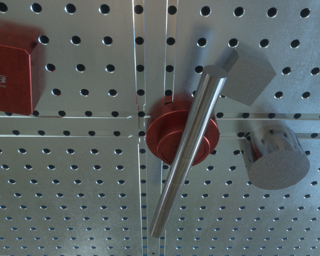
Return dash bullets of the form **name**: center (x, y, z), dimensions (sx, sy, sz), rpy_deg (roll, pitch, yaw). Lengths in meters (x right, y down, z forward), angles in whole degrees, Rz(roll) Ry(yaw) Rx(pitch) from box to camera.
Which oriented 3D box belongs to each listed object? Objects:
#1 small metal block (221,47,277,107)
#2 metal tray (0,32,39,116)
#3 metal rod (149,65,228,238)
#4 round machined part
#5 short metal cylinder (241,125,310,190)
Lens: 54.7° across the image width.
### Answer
- **small metal block**: center (0.097, -0.059, 0.363), dimensions (0.050, 0.025, 0.050), rpy_deg (19, 127, -16)
- **metal tray**: center (-0.208, -0.067, 0.348), dimensions (0.131, 0.030, 0.089), rpy_deg (10, 130, -9)
- **metal rod**: center (0.025, 0.055, 0.403), dimensions (0.025, 0.025, 0.298), rpy_deg (9, 130, -8)
- **round machined part**: center (0.030, 0.016, 0.414), dimensions (0.099, 0.042, 0.097), rpy_deg (-1, 130, 0)
- **short metal cylinder**: center (0.159, 0.042, 0.434), dimensions (0.081, 0.050, 0.079), rpy_deg (0, 130, 0)
